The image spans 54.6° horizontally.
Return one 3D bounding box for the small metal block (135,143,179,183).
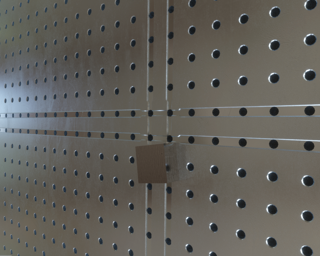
[{"bbox_3d":[-0.004,0.047,0.414,0.050,0.025,0.050,-9,85,39],"label":"small metal block"}]
